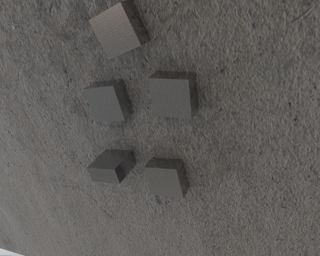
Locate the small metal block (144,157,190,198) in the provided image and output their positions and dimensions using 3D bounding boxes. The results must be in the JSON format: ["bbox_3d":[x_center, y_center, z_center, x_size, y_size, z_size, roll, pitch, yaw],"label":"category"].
[{"bbox_3d":[0.011,0.071,0.445,0.050,0.025,0.050,0,118,28],"label":"small metal block"}]

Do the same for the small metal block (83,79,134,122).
[{"bbox_3d":[-0.069,-0.037,0.421,0.050,0.025,0.050,-2,118,29],"label":"small metal block"}]

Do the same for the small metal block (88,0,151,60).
[{"bbox_3d":[-0.047,-0.114,0.361,0.050,0.025,0.050,-14,111,34],"label":"small metal block"}]

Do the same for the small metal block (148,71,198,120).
[{"bbox_3d":[0.017,-0.040,0.373,0.050,0.025,0.050,7,122,24],"label":"small metal block"}]

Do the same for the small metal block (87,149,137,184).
[{"bbox_3d":[-0.071,0.056,0.463,0.050,0.050,0.025,-1,118,28],"label":"small metal block"}]
